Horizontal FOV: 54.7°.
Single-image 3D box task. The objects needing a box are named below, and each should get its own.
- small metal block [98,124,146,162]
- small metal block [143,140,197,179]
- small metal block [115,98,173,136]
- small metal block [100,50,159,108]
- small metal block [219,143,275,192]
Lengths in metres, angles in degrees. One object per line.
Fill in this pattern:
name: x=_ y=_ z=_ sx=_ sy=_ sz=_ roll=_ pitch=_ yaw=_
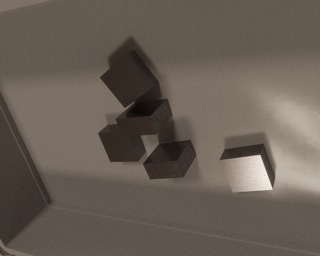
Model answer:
small metal block: x=-0.054 y=0.021 z=0.449 sx=0.050 sy=0.025 sz=0.050 roll=-5 pitch=116 yaw=30
small metal block: x=0.014 y=0.042 z=0.410 sx=0.050 sy=0.050 sz=0.025 roll=-9 pitch=114 yaw=32
small metal block: x=-0.019 y=-0.014 z=0.393 sx=0.050 sy=0.050 sz=0.025 roll=-4 pitch=117 yaw=29
small metal block: x=-0.039 y=-0.061 z=0.390 sx=0.050 sy=0.025 sz=0.050 roll=-32 pitch=101 yaw=38
small metal block: x=0.108 y=0.050 z=0.382 sx=0.050 sy=0.025 sz=0.050 roll=-12 pitch=112 yaw=33
